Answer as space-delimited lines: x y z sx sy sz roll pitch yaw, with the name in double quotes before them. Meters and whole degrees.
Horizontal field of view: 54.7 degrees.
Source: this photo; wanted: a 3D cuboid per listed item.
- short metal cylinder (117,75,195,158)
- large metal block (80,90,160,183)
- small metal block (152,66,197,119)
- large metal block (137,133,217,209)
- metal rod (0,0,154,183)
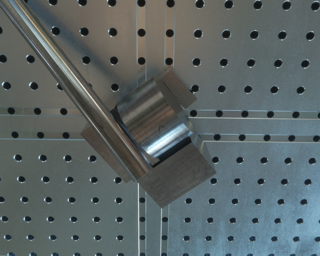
"short metal cylinder" -0.004 -0.013 0.352 0.050 0.080 0.080 -35 107 12
"large metal block" -0.045 0.008 0.387 0.050 0.080 0.080 -36 107 12
"small metal block" 0.011 -0.042 0.399 0.050 0.025 0.050 -40 106 13
"large metal block" 0.019 0.043 0.398 0.080 0.080 0.050 -36 107 12
"metal rod" -0.109 -0.069 0.331 0.025 0.025 0.300 -40 85 13
